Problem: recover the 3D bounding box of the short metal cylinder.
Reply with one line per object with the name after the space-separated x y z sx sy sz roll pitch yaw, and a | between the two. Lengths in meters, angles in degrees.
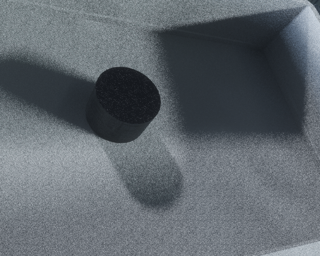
-0.046 -0.028 0.382 0.081 0.050 0.080 13 56 -21 | short metal cylinder
